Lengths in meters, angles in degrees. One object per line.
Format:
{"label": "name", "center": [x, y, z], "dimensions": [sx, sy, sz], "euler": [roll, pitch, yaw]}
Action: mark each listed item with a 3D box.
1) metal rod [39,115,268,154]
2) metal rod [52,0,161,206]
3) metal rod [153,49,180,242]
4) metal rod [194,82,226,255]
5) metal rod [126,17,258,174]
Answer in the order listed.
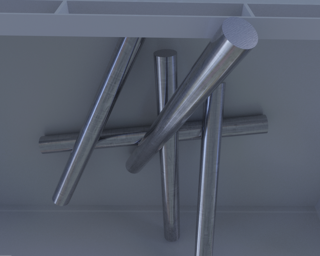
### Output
{"label": "metal rod", "center": [-0.011, 0.009, 0.416], "dimensions": [0.302, 0.025, 0.025], "euler": [-5, 130, 4]}
{"label": "metal rod", "center": [-0.076, -0.011, 0.373], "dimensions": [0.025, 0.025, 0.298], "euler": [21, 120, -17]}
{"label": "metal rod", "center": [0.012, 0.045, 0.408], "dimensions": [0.025, 0.025, 0.298], "euler": [-2, 123, 1]}
{"label": "metal rod", "center": [0.062, 0.089, 0.405], "dimensions": [0.025, 0.025, 0.298], "euler": [1, 105, -1]}
{"label": "metal rod", "center": [0.006, -0.002, 0.323], "dimensions": [0.025, 0.025, 0.299], "euler": [15, 154, -12]}
